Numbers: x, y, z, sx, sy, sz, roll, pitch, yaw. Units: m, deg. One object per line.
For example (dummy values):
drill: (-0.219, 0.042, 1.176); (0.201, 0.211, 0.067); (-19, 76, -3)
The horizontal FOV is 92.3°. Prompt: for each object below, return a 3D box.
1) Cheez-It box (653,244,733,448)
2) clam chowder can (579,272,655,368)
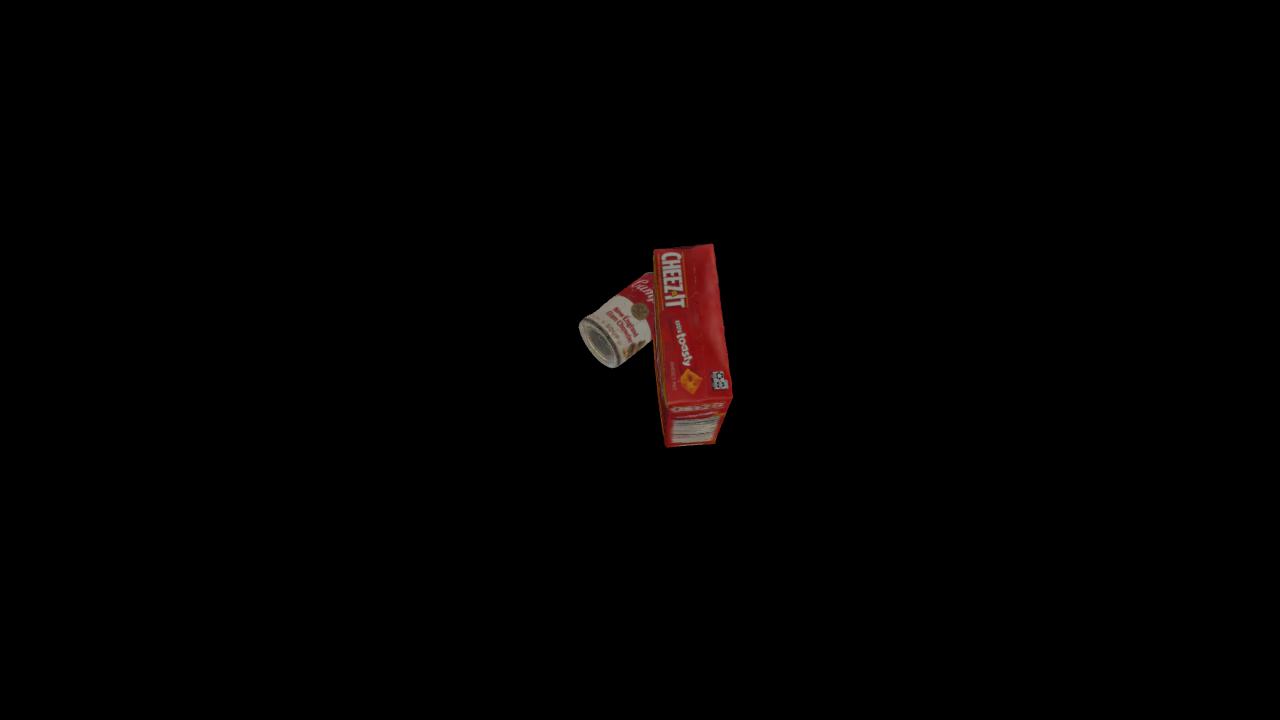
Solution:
Cheez-It box: (0.052, -0.003, 0.690); (0.071, 0.166, 0.223); (-5, -19, -1)
clam chowder can: (-0.011, -0.045, 0.700); (0.102, 0.068, 0.068); (-38, 17, -22)
